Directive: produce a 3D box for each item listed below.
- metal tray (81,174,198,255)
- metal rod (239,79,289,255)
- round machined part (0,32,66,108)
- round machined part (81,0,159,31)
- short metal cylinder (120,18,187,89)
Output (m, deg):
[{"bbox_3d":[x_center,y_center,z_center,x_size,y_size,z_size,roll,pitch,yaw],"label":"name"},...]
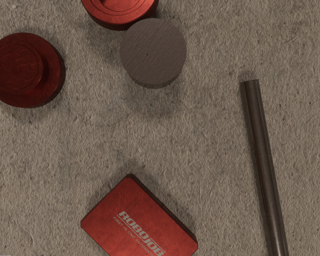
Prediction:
[{"bbox_3d":[-0.026,0.136,0.407,0.090,0.030,0.130,-45,91,0],"label":"metal tray"},{"bbox_3d":[0.144,0.085,0.411,0.025,0.025,0.298,-10,90,0],"label":"metal rod"},{"bbox_3d":[-0.177,-0.075,0.399,0.099,0.042,0.097,0,90,-1],"label":"round machined part"},{"bbox_3d":[-0.049,-0.170,0.397,0.099,0.042,0.097,0,83,3],"label":"round machined part"},{"bbox_3d":[-0.008,-0.093,0.397,0.081,0.050,0.079,0,90,-1],"label":"short metal cylinder"}]
